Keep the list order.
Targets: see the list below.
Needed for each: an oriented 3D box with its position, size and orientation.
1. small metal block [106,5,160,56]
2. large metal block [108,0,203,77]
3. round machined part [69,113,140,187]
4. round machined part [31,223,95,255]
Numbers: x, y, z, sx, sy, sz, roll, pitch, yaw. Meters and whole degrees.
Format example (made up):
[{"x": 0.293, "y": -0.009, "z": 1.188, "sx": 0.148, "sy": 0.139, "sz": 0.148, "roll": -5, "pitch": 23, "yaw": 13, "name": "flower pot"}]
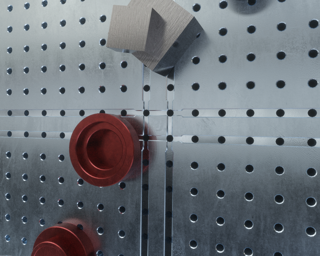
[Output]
[{"x": -0.032, "y": -0.116, "z": 0.371, "sx": 0.050, "sy": 0.025, "sz": 0.050, "roll": 12, "pitch": 94, "yaw": 19, "name": "small metal block"}, {"x": -0.005, "y": -0.125, "z": 0.401, "sx": 0.080, "sy": 0.050, "sz": 0.080, "roll": 42, "pitch": 103, "yaw": 15, "name": "large metal block"}, {"x": -0.072, "y": 0.029, "z": 0.429, "sx": 0.098, "sy": 0.042, "sz": 0.097, "roll": 0, "pitch": 90, "yaw": 20, "name": "round machined part"}, {"x": -0.149, "y": 0.195, "z": 0.456, "sx": 0.098, "sy": 0.042, "sz": 0.097, "roll": 0, "pitch": 90, "yaw": 19, "name": "round machined part"}]
